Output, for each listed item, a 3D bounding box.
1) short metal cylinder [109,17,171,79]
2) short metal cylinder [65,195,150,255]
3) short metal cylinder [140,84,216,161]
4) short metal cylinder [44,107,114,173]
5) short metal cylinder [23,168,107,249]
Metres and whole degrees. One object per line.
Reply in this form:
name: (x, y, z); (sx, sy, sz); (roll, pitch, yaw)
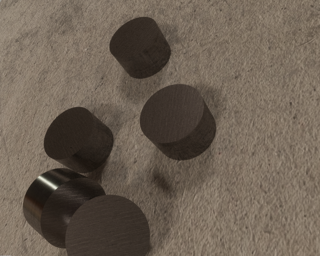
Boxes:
short metal cylinder: (-0.030, -0.123, 0.478); (0.080, 0.050, 0.080); (-13, 56, 20)
short metal cylinder: (-0.053, 0.111, 0.322); (0.081, 0.050, 0.080); (2, 76, -7)
short metal cylinder: (0.023, -0.007, 0.379); (0.080, 0.050, 0.080); (-13, 56, 20)
short metal cylinder: (-0.113, 0.017, 0.435); (0.080, 0.050, 0.080); (-13, 56, 20)
short metal cylinder: (-0.110, 0.091, 0.362); (0.050, 0.080, 0.080); (10, 66, 46)
